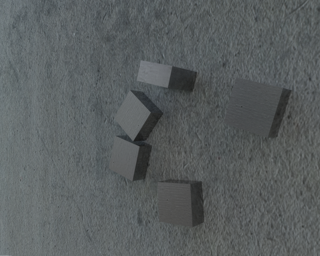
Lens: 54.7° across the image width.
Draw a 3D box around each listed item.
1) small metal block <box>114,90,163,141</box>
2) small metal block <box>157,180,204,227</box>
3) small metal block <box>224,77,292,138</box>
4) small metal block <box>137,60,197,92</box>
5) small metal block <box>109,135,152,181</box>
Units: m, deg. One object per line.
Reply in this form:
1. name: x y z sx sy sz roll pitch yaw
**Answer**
1. small metal block: -0.031 -0.017 0.430 0.050 0.025 0.050 47 118 29
2. small metal block: 0.025 0.091 0.384 0.050 0.025 0.050 -5 87 40
3. small metal block: 0.100 -0.022 0.322 0.050 0.025 0.050 22 104 38
4. small metal block: 0.009 -0.064 0.381 0.050 0.050 0.025 20 103 38
5. small metal block: -0.043 0.042 0.440 0.050 0.025 0.050 20 103 38
